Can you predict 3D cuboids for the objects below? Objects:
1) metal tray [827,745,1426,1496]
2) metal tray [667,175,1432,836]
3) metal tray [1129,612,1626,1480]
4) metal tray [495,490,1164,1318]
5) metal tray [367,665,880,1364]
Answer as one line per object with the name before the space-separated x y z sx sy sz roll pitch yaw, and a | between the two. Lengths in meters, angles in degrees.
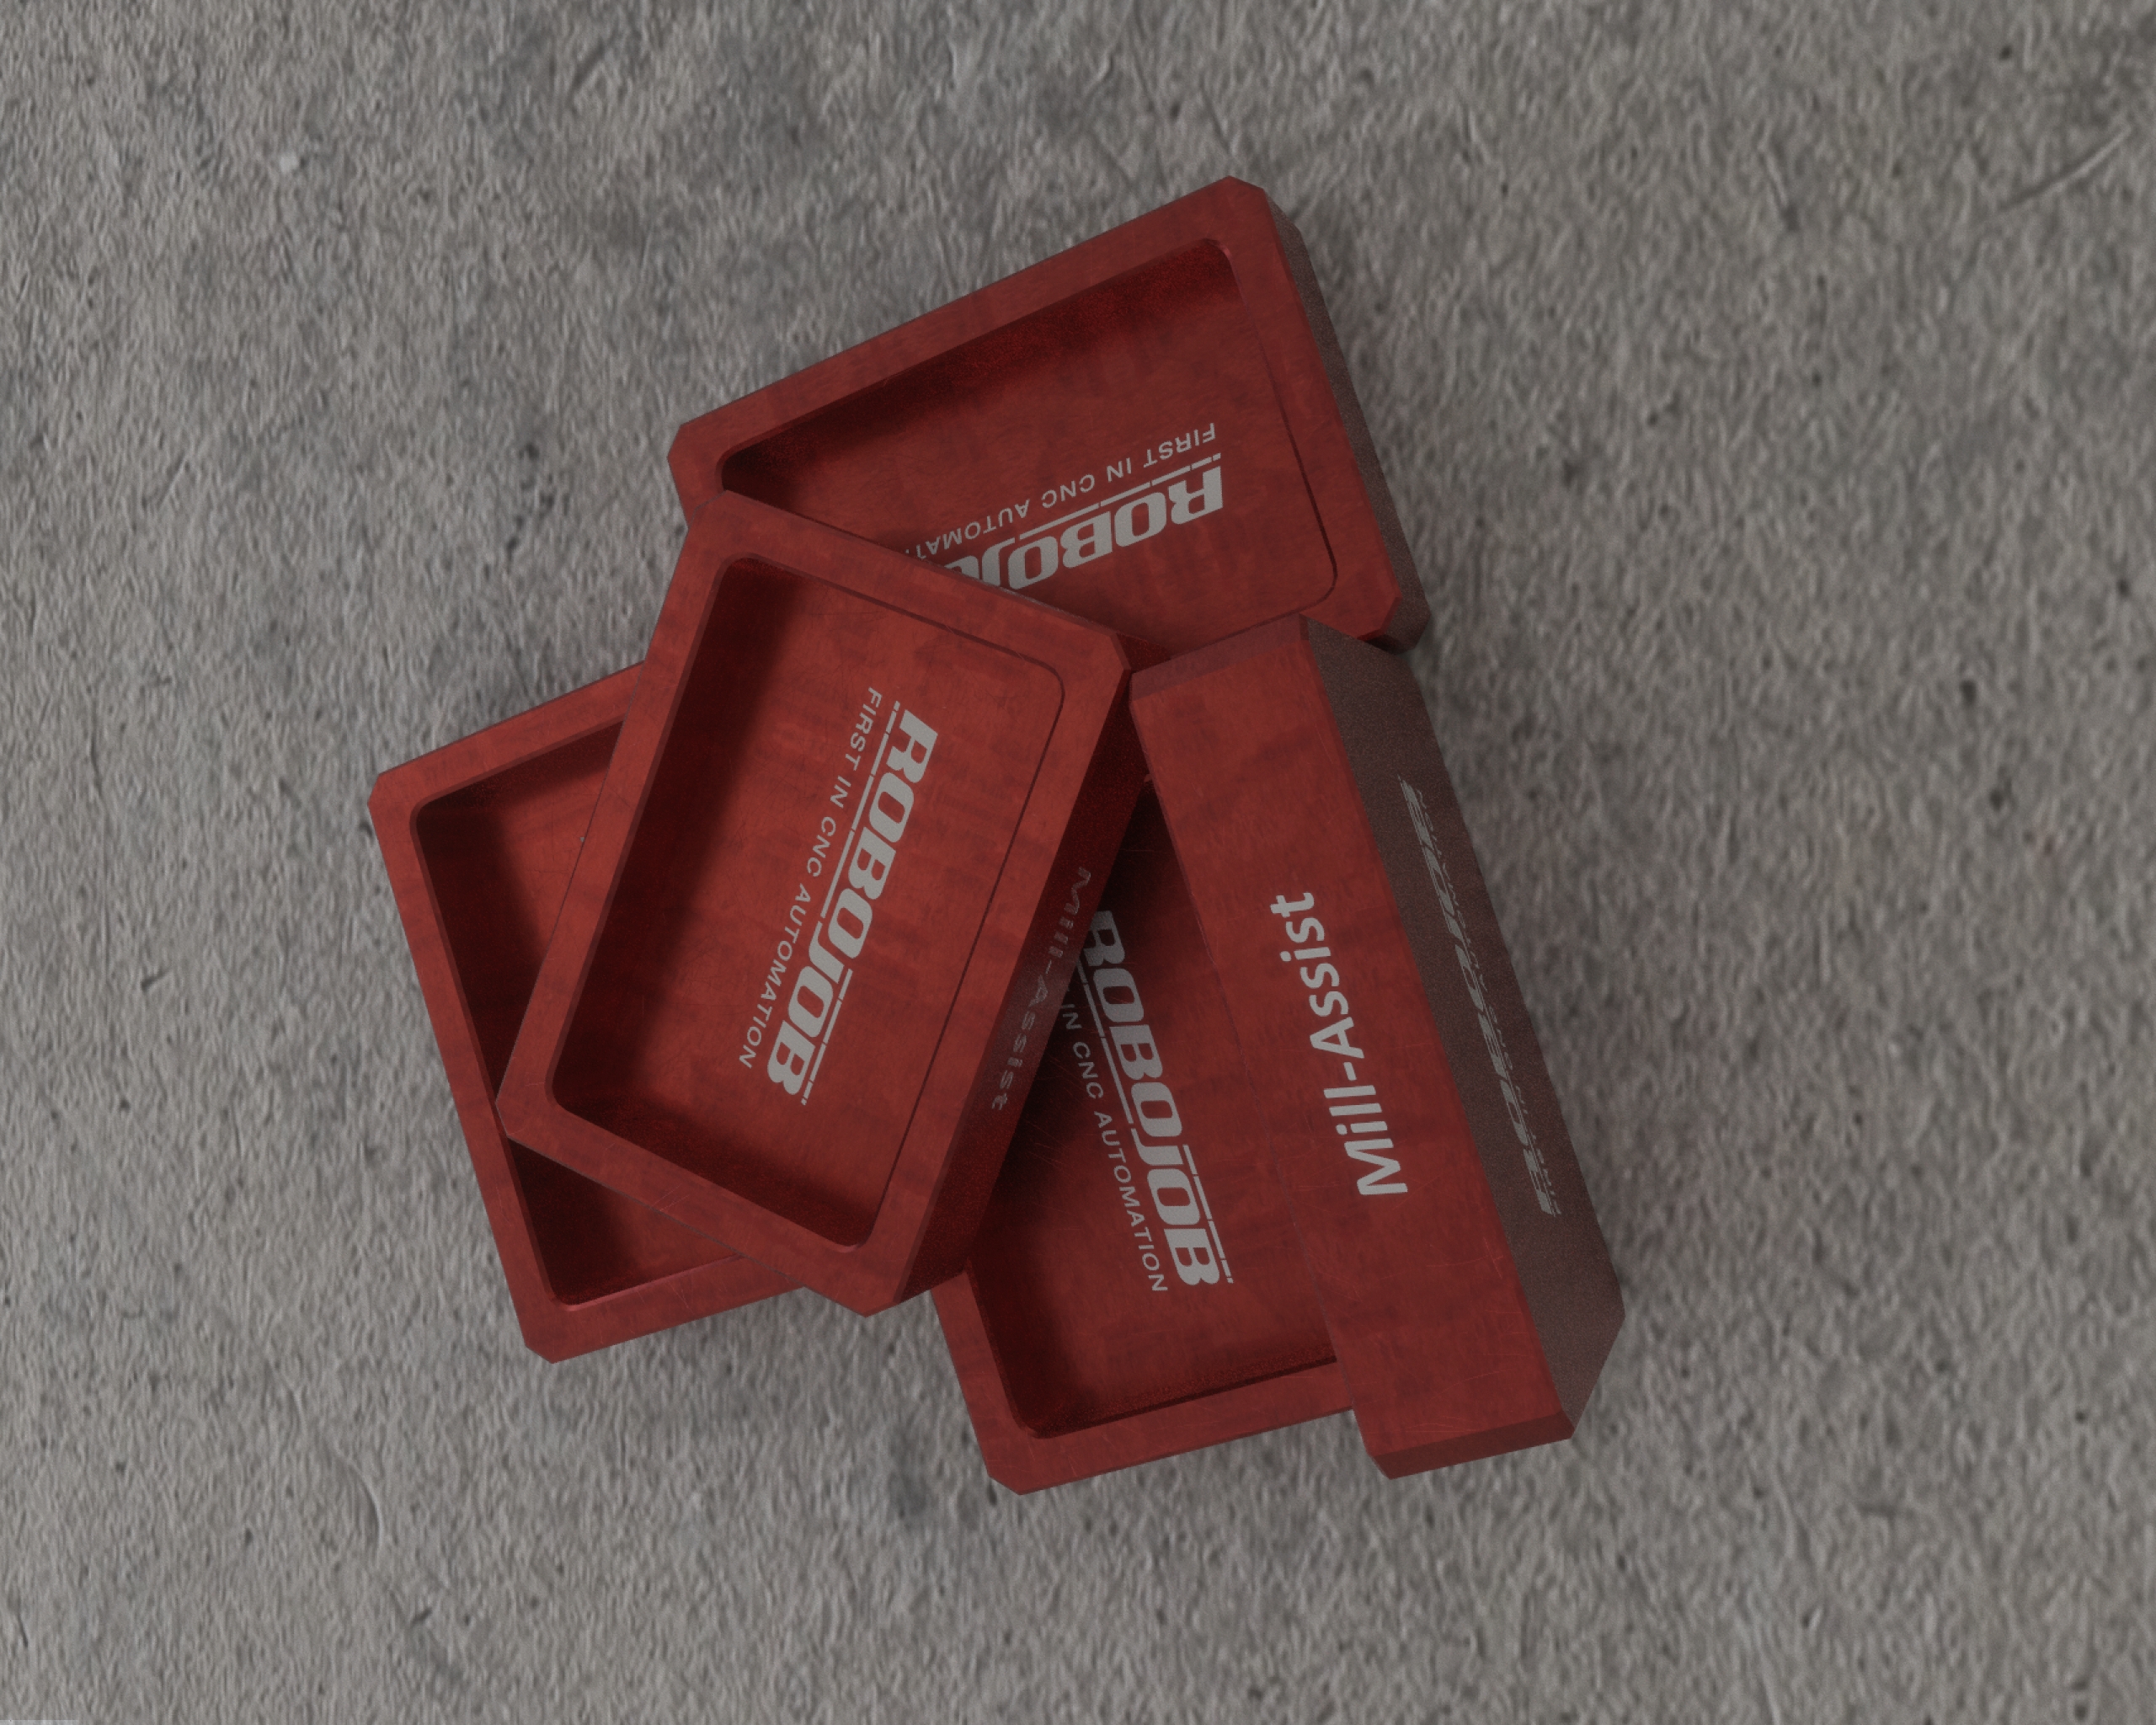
metal tray | 0.009 0.046 0.402 0.090 0.030 0.129 -20 83 18
metal tray | -0.008 -0.064 0.408 0.130 0.030 0.090 -19 84 18
metal tray | 0.054 0.027 0.355 0.030 0.090 0.129 -19 84 19
metal tray | -0.046 0.006 0.389 0.090 0.030 0.129 22 97 18
metal tray | -0.088 0.029 0.437 0.090 0.030 0.129 -20 83 18
